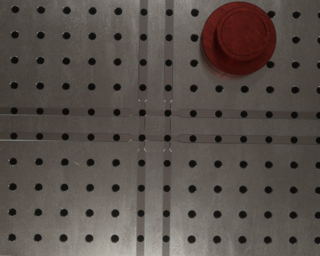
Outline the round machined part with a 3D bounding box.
[{"bbox_3d":[0.104,-0.118,0.406,0.099,0.042,0.097,0,90,-1],"label":"round machined part"}]
